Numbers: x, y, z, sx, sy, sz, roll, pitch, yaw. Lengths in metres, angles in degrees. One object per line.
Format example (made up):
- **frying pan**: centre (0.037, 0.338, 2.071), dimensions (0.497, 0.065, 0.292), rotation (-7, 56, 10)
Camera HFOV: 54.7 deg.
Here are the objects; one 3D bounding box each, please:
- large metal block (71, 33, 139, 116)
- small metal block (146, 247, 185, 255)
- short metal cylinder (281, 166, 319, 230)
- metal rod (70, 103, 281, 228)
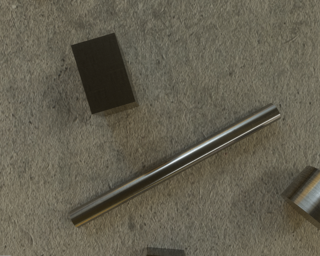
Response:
- **large metal block**: centre (-0.063, -0.060, 0.382), dimensions (0.050, 0.080, 0.080), rotation (-17, 90, 0)
- **small metal block**: centre (0.006, 0.189, 0.410), dimensions (0.050, 0.025, 0.050), rotation (5, 90, -1)
- **short metal cylinder**: centre (0.200, 0.092, 0.385), dimensions (0.080, 0.080, 0.050), rotation (42, 90, -1)
- **metal rod**: centre (0.020, 0.049, 0.410), dimensions (0.301, 0.025, 0.025), rotation (-28, 90, -1)
